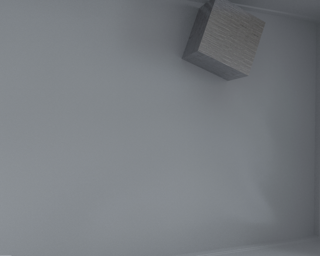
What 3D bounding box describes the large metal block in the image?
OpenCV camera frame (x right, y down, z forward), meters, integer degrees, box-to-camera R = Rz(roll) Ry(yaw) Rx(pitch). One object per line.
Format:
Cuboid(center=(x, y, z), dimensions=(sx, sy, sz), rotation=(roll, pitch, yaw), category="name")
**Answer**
Cuboid(center=(0.087, -0.121, 0.429), dimensions=(0.080, 0.050, 0.080), rotation=(21, 83, -19), category="large metal block")
